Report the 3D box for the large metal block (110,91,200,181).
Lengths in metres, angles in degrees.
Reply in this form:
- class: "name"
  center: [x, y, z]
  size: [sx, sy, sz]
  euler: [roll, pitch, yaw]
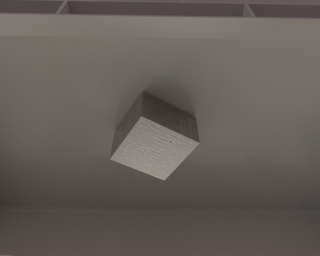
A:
- class: "large metal block"
  center: [-0.008, 0.013, 0.399]
  size: [0.080, 0.050, 0.080]
  euler: [25, 125, -20]
